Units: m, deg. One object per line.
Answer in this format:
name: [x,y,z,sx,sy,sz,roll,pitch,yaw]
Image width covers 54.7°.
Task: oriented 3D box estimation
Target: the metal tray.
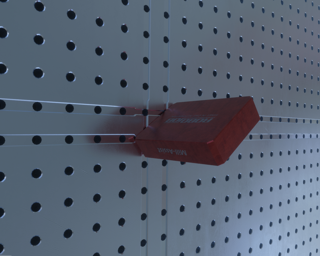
metal tray: [0.042,0.001,0.378,0.090,0.130,0.030,-42,116,-32]
